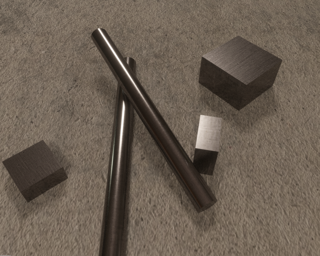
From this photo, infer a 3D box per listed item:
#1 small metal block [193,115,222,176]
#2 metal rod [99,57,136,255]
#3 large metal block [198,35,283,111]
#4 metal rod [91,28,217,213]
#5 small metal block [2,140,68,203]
[{"bbox_3d":[0.056,0.021,0.370,0.025,0.050,0.050,9,51,7],"label":"small metal block"},{"bbox_3d":[-0.048,0.013,0.391,0.025,0.025,0.300,0,50,-1],"label":"metal rod"},{"bbox_3d":[0.117,-0.083,0.459,0.080,0.050,0.080,-34,58,-25],"label":"large metal block"},{"bbox_3d":[-0.021,-0.028,0.401,0.025,0.025,0.299,-23,62,-18],"label":"metal rod"},{"bbox_3d":[-0.145,0.049,0.360,0.050,0.025,0.050,-32,57,-25],"label":"small metal block"}]
